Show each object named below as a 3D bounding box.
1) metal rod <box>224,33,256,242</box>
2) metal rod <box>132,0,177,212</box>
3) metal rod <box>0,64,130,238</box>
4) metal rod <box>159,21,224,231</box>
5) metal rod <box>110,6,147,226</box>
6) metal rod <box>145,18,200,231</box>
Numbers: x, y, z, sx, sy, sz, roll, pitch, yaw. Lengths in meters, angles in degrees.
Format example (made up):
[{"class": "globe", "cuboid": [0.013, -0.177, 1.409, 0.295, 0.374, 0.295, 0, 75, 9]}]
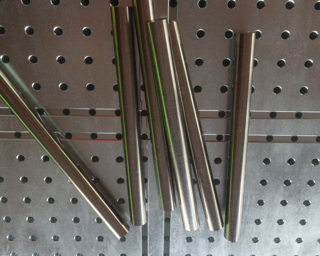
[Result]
[{"class": "metal rod", "cuboid": [0.106, 0.026, 0.423, 0.025, 0.025, 0.298, -2, 110, 0]}, {"class": "metal rod", "cuboid": [-0.005, -0.023, 0.404, 0.025, 0.025, 0.298, -6, 110, 2]}, {"class": "metal rod", "cuboid": [-0.135, 0.039, 0.426, 0.025, 0.025, 0.299, -30, 108, 10]}, {"class": "metal rod", "cuboid": [0.046, 0.012, 0.417, 0.025, 0.025, 0.299, -14, 110, 5]}, {"class": "metal rod", "cuboid": [-0.038, -0.001, 0.412, 0.025, 0.025, 0.298, -3, 110, 1]}, {"class": "metal rod", "cuboid": [0.022, 0.014, 0.404, 0.025, 0.025, 0.298, -10, 115, 3]}]
